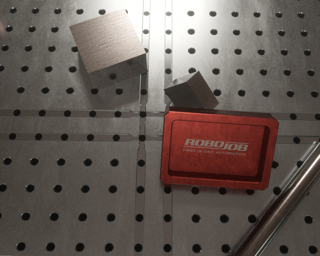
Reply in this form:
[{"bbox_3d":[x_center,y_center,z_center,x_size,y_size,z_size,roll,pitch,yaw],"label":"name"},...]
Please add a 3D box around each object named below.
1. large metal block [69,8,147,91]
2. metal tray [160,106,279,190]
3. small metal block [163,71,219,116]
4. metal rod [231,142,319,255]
[{"bbox_3d":[-0.071,-0.110,0.438,0.080,0.050,0.080,-22,72,-8],"label":"large metal block"},{"bbox_3d":[0.068,0.024,0.376,0.131,0.030,0.089,4,105,1],"label":"metal tray"},{"bbox_3d":[0.040,-0.041,0.402,0.025,0.050,0.050,-44,108,-29],"label":"small metal block"},{"bbox_3d":[0.126,0.121,0.369,0.025,0.025,0.301,41,75,13],"label":"metal rod"}]
